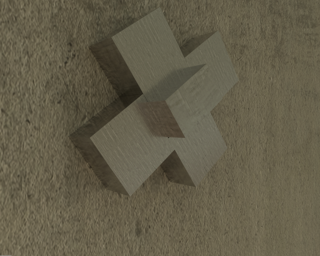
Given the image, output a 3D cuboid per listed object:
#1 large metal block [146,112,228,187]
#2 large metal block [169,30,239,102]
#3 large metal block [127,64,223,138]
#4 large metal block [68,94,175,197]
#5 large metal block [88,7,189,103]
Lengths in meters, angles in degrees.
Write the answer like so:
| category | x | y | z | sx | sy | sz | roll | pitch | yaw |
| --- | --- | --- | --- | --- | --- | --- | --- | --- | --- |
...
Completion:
| category | x | y | z | sx | sy | sz | roll | pitch | yaw |
| --- | --- | --- | --- | --- | --- | --- | --- | --- | --- |
| large metal block | 0.037 | 0.020 | 0.422 | 0.080 | 0.050 | 0.080 | -44 | 117 | -31 |
| large metal block | 0.057 | -0.079 | 0.439 | 0.080 | 0.050 | 0.080 | -44 | 117 | -31 |
| large metal block | 0.016 | -0.033 | 0.385 | 0.080 | 0.080 | 0.050 | -44 | 117 | -31 |
| large metal block | -0.041 | 0.018 | 0.356 | 0.080 | 0.050 | 0.080 | -44 | 117 | -31 |
| large metal block | -0.023 | -0.085 | 0.371 | 0.080 | 0.050 | 0.080 | -44 | 117 | -31 |
